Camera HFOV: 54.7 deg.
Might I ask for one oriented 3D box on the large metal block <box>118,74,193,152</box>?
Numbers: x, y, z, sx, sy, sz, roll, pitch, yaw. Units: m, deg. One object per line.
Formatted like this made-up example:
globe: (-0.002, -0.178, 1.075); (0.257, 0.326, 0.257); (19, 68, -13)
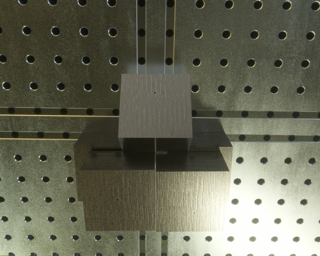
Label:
large metal block: (-0.005, -0.017, 0.372); (0.081, 0.050, 0.080); (0, 68, -1)

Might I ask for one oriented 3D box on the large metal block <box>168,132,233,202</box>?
large metal block: (0.050, 0.052, 0.419); (0.081, 0.050, 0.079); (-1, 110, 0)

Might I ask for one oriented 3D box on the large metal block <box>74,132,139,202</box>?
large metal block: (-0.067, 0.052, 0.419); (0.081, 0.050, 0.079); (1, 110, -1)

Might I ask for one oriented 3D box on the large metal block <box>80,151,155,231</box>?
large metal block: (-0.046, 0.074, 0.370); (0.081, 0.050, 0.079); (0, 110, -1)

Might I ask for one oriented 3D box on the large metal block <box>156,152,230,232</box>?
large metal block: (0.036, 0.076, 0.373); (0.081, 0.050, 0.079); (0, 110, -1)
